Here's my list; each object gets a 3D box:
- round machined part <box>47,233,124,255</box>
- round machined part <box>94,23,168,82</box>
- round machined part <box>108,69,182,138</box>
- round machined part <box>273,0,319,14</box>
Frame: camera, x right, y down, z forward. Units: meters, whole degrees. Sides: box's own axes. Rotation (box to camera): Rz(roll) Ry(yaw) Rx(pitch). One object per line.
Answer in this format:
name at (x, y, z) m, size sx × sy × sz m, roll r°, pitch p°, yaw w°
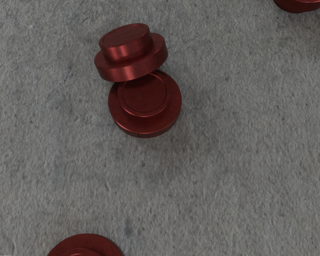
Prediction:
round machined part at (-0.085, 0.166, 0.337) m, size 0.099 × 0.042 × 0.098 m, roll 0°, pitch 70°, yaw -1°
round machined part at (-0.042, -0.106, 0.412) m, size 0.098 × 0.042 × 0.098 m, roll -12°, pitch 37°, yaw 9°
round machined part at (-0.020, -0.039, 0.413) m, size 0.099 × 0.042 × 0.098 m, roll 0°, pitch 70°, yaw -1°
round machined part at (0.215, -0.219, 0.482) m, size 0.099 × 0.042 × 0.098 m, roll 0°, pitch 70°, yaw -1°
